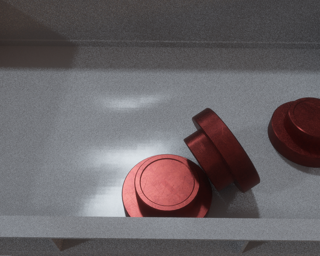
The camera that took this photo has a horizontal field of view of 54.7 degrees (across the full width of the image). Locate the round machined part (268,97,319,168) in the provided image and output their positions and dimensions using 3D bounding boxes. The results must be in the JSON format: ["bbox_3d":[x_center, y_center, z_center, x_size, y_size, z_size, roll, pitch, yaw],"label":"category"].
[{"bbox_3d":[0.194,-0.002,0.396,0.099,0.042,0.098,0,50,0],"label":"round machined part"}]

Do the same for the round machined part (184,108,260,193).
[{"bbox_3d":[0.062,0.030,0.338,0.042,0.098,0.098,-34,55,2],"label":"round machined part"}]

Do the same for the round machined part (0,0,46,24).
[{"bbox_3d":[-0.270,-0.236,0.593,0.099,0.042,0.098,0,50,0],"label":"round machined part"}]

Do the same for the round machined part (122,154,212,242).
[{"bbox_3d":[0.008,0.068,0.337,0.099,0.042,0.098,0,50,0],"label":"round machined part"}]
